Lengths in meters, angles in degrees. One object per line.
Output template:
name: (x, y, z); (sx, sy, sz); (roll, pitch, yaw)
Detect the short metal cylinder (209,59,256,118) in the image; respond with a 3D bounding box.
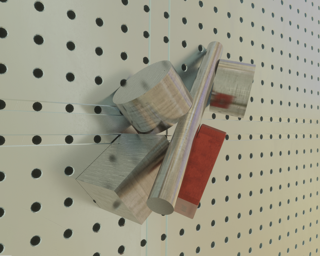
short metal cylinder: (0.107, -0.058, 0.459); (0.080, 0.050, 0.080); (12, 91, -78)

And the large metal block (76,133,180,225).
large metal block: (-0.033, 0.052, 0.347); (0.080, 0.080, 0.050); (-47, 119, -30)

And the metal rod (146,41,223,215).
metal rod: (0.043, -0.028, 0.378); (0.025, 0.025, 0.301); (54, 37, -26)

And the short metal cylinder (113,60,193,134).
short metal cylinder: (-0.008, -0.036, 0.368); (0.080, 0.080, 0.050); (-51, 121, -28)

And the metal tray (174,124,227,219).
metal tray: (0.047, 0.061, 0.396); (0.130, 0.030, 0.090); (83, 31, -67)
